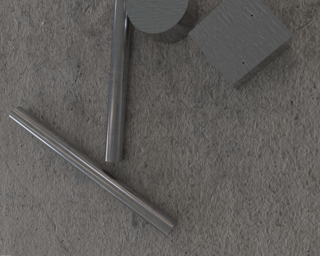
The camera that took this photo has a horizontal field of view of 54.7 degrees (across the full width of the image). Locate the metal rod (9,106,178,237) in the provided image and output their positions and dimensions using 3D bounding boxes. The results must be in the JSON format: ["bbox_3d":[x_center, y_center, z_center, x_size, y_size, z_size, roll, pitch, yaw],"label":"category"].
[{"bbox_3d":[-0.105,0.054,0.445,0.300,0.025,0.025,33,101,17],"label":"metal rod"}]

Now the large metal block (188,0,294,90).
[{"bbox_3d":[0.094,-0.103,0.363,0.080,0.050,0.080,-40,78,15],"label":"large metal block"}]

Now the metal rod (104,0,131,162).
[{"bbox_3d":[-0.055,-0.103,0.428,0.025,0.025,0.298,4,91,20],"label":"metal rod"}]

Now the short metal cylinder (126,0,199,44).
[{"bbox_3d":[0.004,-0.153,0.394,0.080,0.050,0.080,0,90,20],"label":"short metal cylinder"}]
